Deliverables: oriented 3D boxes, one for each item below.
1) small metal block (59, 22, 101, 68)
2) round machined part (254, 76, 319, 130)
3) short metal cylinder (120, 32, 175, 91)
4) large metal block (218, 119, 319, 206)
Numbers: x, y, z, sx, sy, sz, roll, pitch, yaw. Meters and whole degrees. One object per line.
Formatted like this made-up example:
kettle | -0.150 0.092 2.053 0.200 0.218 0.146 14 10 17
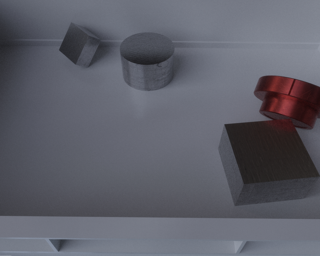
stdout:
small metal block | -0.129 -0.133 0.496 0.050 0.050 0.025 40 20 28
round machined part | 0.168 -0.029 0.397 0.098 0.098 0.042 21 90 16
short metal cylinder | -0.019 -0.102 0.475 0.081 0.050 0.080 0 50 0
large metal block | 0.120 0.038 0.358 0.081 0.050 0.080 -5 50 -5
